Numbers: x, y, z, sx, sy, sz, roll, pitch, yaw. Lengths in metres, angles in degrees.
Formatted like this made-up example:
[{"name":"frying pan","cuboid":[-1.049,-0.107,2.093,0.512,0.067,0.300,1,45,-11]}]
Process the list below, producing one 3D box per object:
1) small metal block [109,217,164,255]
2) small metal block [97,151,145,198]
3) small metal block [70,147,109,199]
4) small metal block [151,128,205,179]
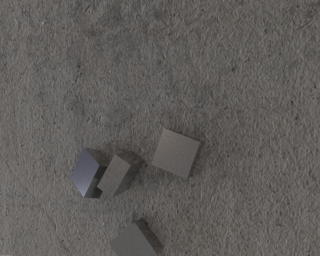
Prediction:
[{"name":"small metal block","cuboid":[-0.032,0.159,0.420,0.050,0.025,0.050,-41,77,15]},{"name":"small metal block","cuboid":[-0.051,0.060,0.413,0.025,0.050,0.050,33,101,15]},{"name":"small metal block","cuboid":[-0.096,0.062,0.432,0.050,0.025,0.050,37,103,44]},{"name":"small metal block","cuboid":[0.023,0.032,0.401,0.050,0.025,0.050,21,97,18]}]
